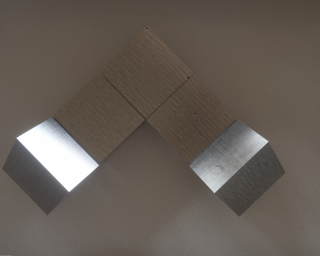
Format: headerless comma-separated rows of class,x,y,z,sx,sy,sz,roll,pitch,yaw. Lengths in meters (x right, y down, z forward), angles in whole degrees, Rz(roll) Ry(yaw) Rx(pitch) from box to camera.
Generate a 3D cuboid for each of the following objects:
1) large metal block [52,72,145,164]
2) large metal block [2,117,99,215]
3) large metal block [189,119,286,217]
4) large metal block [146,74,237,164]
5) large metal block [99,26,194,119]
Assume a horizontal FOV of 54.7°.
large metal block,-0.074,-0.011,0.396,0.080,0.050,0.080,-44,90,0
large metal block,-0.134,0.048,0.374,0.080,0.050,0.080,46,133,0
large metal block,0.096,0.050,0.377,0.080,0.050,0.080,-44,134,0
large metal block,0.040,-0.009,0.397,0.080,0.050,0.080,-44,90,0
large metal block,-0.016,-0.067,0.397,0.080,0.050,0.080,-44,90,0
